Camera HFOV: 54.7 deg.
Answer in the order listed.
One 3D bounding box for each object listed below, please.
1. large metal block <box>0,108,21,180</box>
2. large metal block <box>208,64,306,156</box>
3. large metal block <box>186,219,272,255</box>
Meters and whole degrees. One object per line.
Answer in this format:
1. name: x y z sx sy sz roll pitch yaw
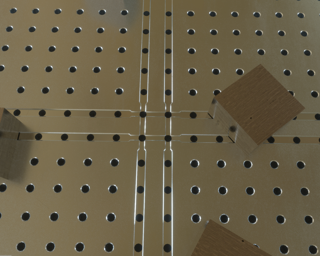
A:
1. large metal block: -0.234 0.018 0.389 0.081 0.050 0.080 4 70 1
2. large metal block: 0.124 -0.023 0.408 0.080 0.050 0.080 -36 74 -12
3. large metal block: 0.068 0.159 0.341 0.080 0.050 0.080 29 72 10
